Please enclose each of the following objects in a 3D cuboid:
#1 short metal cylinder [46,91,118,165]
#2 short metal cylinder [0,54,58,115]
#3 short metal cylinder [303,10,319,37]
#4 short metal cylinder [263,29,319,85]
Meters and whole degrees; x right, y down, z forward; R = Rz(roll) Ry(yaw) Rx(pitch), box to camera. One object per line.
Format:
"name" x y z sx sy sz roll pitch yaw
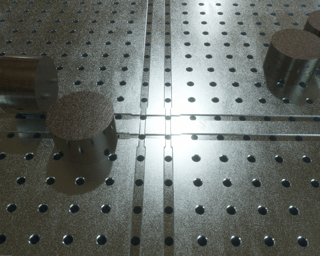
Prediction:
"short metal cylinder" -0.096 -0.001 0.391 0.081 0.050 0.080 0 50 0
"short metal cylinder" -0.177 -0.058 0.419 0.050 0.080 0.080 3 50 2
"short metal cylinder" 0.285 -0.158 0.528 0.081 0.050 0.080 0 50 0
"short metal cylinder" 0.210 -0.113 0.489 0.081 0.050 0.080 0 50 0
